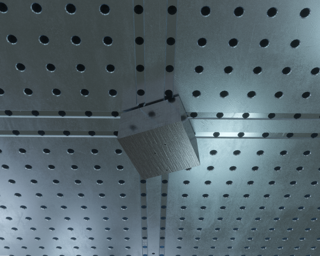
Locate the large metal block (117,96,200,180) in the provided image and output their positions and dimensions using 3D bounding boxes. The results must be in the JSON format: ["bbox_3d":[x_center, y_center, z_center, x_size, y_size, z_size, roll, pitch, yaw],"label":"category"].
[{"bbox_3d":[0.000,0.015,0.404,0.080,0.050,0.080,-16,129,13],"label":"large metal block"}]
